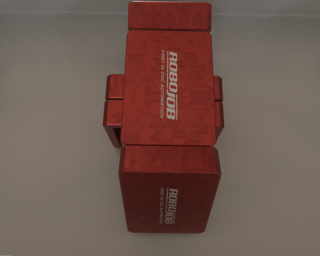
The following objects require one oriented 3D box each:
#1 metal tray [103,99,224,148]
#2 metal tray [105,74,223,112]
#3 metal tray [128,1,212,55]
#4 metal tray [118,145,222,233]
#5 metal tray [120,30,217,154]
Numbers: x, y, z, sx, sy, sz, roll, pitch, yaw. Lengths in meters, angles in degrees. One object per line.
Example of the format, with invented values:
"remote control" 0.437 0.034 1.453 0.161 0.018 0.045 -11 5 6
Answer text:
"metal tray" 0.004 -0.002 0.375 0.131 0.090 0.030 1 70 0
"metal tray" 0.005 -0.031 0.385 0.131 0.090 0.030 1 70 0
"metal tray" 0.011 -0.121 0.396 0.091 0.130 0.030 1 91 0
"metal tray" 0.008 0.070 0.325 0.091 0.129 0.030 1 49 -1
"metal tray" 0.009 -0.039 0.324 0.091 0.030 0.130 1 70 -1
